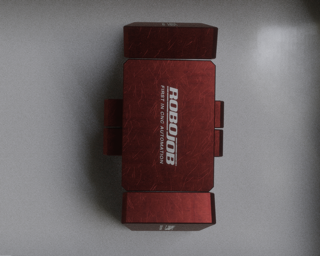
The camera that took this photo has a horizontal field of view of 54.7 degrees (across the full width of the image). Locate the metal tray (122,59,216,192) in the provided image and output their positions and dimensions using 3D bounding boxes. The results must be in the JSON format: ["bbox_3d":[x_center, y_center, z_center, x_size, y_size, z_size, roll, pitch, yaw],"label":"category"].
[{"bbox_3d":[0.008,-0.002,0.317,0.091,0.030,0.129,1,90,-1],"label":"metal tray"}]

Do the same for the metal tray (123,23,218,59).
[{"bbox_3d":[0.010,-0.104,0.357,0.091,0.130,0.030,1,111,0],"label":"metal tray"}]

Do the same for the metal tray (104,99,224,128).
[{"bbox_3d":[0.005,-0.016,0.378,0.131,0.090,0.030,1,90,0],"label":"metal tray"}]

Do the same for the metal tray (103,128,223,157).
[{"bbox_3d":[0.004,0.015,0.378,0.131,0.090,0.030,1,90,0],"label":"metal tray"}]

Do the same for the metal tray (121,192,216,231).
[{"bbox_3d":[0.008,0.099,0.356,0.091,0.130,0.030,0,69,-1],"label":"metal tray"}]
